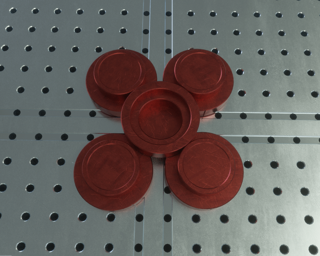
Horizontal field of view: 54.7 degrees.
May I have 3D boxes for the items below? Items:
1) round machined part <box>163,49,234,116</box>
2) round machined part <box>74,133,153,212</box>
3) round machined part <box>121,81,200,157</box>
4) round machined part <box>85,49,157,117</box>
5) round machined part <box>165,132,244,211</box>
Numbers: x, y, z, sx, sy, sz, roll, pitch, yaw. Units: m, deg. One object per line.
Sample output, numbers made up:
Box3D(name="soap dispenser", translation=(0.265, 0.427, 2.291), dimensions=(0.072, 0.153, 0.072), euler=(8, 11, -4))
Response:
Box3D(name="round machined part", translation=(0.053, -0.069, 0.428), dimensions=(0.099, 0.042, 0.098), euler=(0, 70, -1))
Box3D(name="round machined part", translation=(-0.058, 0.052, 0.383), dimensions=(0.099, 0.042, 0.098), euler=(0, 70, -1))
Box3D(name="round machined part", translation=(0.001, -0.009, 0.404), dimensions=(0.099, 0.042, 0.098), euler=(0, 70, -1))
Box3D(name="round machined part", translation=(-0.053, -0.068, 0.426), dimensions=(0.099, 0.042, 0.098), euler=(0, 70, -1))
Box3D(name="round machined part", translation=(0.055, 0.051, 0.384), dimensions=(0.099, 0.042, 0.098), euler=(0, 70, -1))
